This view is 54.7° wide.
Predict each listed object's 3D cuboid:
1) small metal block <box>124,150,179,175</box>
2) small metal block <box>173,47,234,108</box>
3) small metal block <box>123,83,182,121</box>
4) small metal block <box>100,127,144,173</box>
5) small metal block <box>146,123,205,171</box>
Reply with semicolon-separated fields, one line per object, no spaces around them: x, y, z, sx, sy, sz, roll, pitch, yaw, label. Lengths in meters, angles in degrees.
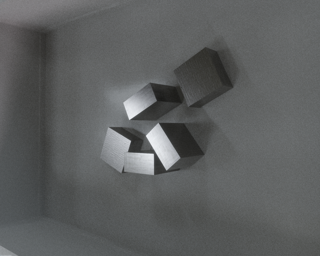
-0.010;0.043;0.397;0.050;0.050;0.025;-1;90;39;small metal block
0.050;-0.058;0.364;0.050;0.025;0.050;-32;71;35;small metal block
-0.009;-0.032;0.396;0.050;0.050;0.025;-32;71;35;small metal block
-0.056;0.031;0.451;0.050;0.025;0.050;28;107;36;small metal block
0.019;0.021;0.373;0.025;0.050;0.050;-46;63;30;small metal block
